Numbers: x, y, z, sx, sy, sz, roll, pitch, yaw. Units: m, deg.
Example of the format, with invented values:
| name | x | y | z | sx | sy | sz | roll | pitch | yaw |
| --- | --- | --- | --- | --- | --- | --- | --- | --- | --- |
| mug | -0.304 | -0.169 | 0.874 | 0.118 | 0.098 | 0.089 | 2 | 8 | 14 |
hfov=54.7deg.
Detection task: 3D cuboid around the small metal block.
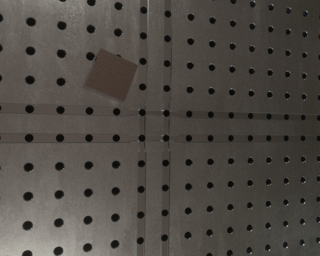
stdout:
| name | x | y | z | sx | sy | sz | roll | pitch | yaw |
| --- | --- | --- | --- | --- | --- | --- | --- | --- | --- |
| small metal block | -0.062 | -0.065 | 0.390 | 0.050 | 0.025 | 0.050 | 22 | 83 | -19 |
